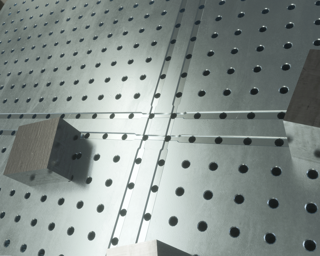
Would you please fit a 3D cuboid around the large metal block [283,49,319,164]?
[{"bbox_3d":[0.161,-0.016,0.299,0.050,0.080,0.080,15,70,34],"label":"large metal block"}]

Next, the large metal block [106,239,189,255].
[{"bbox_3d":[-0.006,0.154,0.282,0.050,0.080,0.080,-18,55,18],"label":"large metal block"}]

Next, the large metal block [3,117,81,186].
[{"bbox_3d":[-0.173,0.037,0.462,0.080,0.050,0.080,-10,57,22],"label":"large metal block"}]
